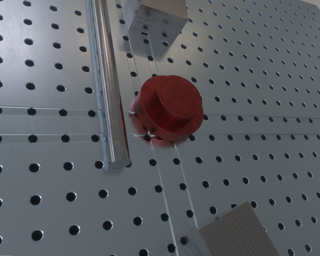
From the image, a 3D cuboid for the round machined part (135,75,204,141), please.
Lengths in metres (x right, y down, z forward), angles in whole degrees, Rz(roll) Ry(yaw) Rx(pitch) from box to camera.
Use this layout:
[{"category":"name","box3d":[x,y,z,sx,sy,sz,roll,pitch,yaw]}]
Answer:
[{"category":"round machined part","box3d":[0.019,-0.034,0.428,0.099,0.042,0.098,14,56,-21]}]

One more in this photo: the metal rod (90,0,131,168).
[{"category":"metal rod","box3d":[-0.073,-0.090,0.423,0.025,0.025,0.299,3,60,-27]}]

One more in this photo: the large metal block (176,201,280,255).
[{"category":"large metal block","box3d":[0.079,0.141,0.349,0.081,0.050,0.080,-17,71,-35]}]

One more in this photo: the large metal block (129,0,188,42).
[{"category":"large metal block","box3d":[-0.005,-0.199,0.512,0.081,0.050,0.080,10,58,-23]}]
